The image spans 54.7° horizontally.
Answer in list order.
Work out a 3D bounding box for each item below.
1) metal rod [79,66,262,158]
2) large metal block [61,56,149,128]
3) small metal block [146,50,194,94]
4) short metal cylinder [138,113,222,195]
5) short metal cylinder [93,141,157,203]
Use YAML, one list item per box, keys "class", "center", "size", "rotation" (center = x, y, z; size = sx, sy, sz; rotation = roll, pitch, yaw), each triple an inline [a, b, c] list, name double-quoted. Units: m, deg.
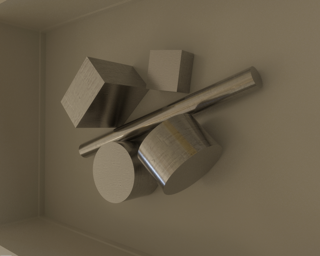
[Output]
- class: "metal rod"
  center: [-0.010, -0.008, 0.412]
  size: [0.299, 0.025, 0.025]
  rotation: [-22, 76, 37]
- class: "large metal block"
  center: [-0.076, -0.046, 0.430]
  size: [0.080, 0.081, 0.050]
  rotation: [-51, 61, 28]
- class: "small metal block"
  center: [0.012, -0.072, 0.393]
  size: [0.050, 0.025, 0.050]
  rotation: [11, 97, 39]
- class: "short metal cylinder"
  center: [0.022, 0.030, 0.349]
  size: [0.050, 0.081, 0.080]
  rotation: [50, 119, 28]
- class: "short metal cylinder"
  center: [-0.046, 0.058, 0.424]
  size: [0.080, 0.050, 0.079]
  rotation: [0, 90, 39]
